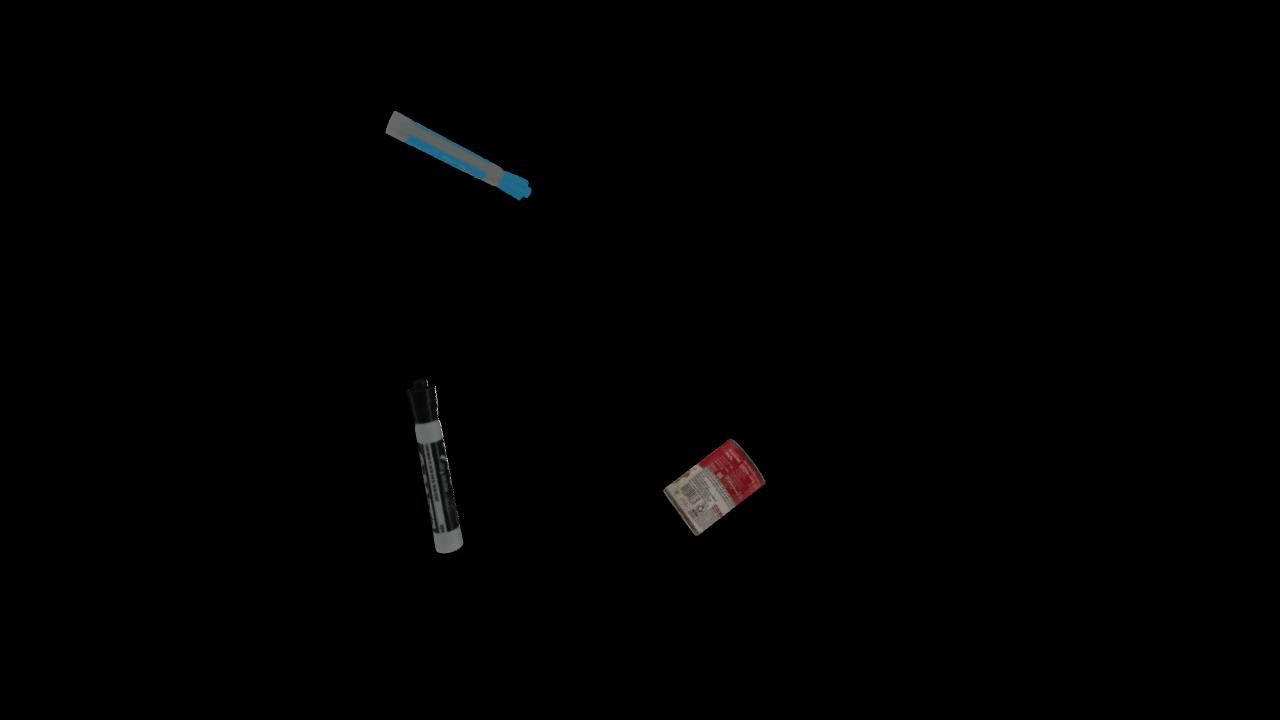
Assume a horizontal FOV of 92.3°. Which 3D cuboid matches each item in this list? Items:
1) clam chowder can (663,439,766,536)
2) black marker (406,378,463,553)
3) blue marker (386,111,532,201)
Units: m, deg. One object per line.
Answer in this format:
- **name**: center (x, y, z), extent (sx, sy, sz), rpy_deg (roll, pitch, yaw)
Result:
- **clam chowder can**: center (0.086, 0.149, 0.723), extent (0.102, 0.068, 0.068), rpy_deg (-36, 5, -7)
- **black marker**: center (-0.140, 0.072, 0.419), extent (0.020, 0.121, 0.020), rpy_deg (-6, 10, 1)
- **blue marker**: center (-0.144, -0.163, 0.502), extent (0.121, 0.020, 0.020), rpy_deg (22, -12, -31)
